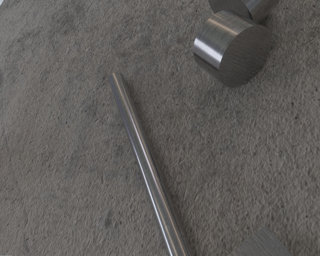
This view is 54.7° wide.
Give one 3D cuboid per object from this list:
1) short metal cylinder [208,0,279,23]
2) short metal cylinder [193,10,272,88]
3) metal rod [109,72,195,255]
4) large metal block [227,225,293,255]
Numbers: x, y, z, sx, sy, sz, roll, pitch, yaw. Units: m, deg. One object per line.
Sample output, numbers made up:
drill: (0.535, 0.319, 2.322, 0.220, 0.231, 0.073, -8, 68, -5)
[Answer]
short metal cylinder: (0.111, -0.174, 0.417, 0.050, 0.080, 0.080, -46, 51, -4)
short metal cylinder: (0.089, -0.097, 0.382, 0.080, 0.080, 0.050, -42, 51, 0)
metal rod: (-0.021, 0.031, 0.395, 0.025, 0.025, 0.300, -30, 52, 9)
large metal block: (0.087, 0.143, 0.255, 0.080, 0.050, 0.080, -39, 51, 2)
